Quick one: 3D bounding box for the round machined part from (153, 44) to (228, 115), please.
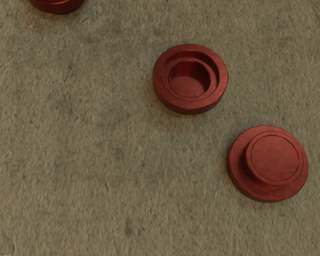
[{"bbox_3d":[0.040,-0.062,0.422,0.099,0.042,0.098,0,70,-1],"label":"round machined part"}]

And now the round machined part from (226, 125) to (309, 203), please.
[{"bbox_3d":[0.136,0.042,0.386,0.099,0.042,0.098,0,70,-1],"label":"round machined part"}]

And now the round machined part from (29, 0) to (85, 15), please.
[{"bbox_3d":[-0.156,-0.215,0.476,0.099,0.042,0.098,0,70,-1],"label":"round machined part"}]
